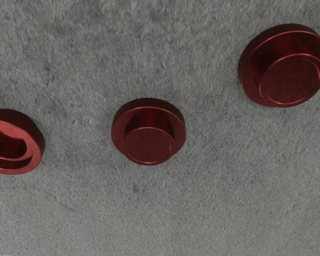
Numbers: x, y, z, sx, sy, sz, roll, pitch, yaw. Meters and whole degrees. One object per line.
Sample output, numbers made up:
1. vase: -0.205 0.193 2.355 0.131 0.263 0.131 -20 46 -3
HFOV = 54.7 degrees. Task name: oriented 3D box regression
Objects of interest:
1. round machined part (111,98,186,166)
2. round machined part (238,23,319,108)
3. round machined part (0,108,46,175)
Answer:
1. round machined part: -0.015 0.012 0.406 0.099 0.042 0.097 -1 130 0
2. round machined part: 0.141 -0.061 0.346 0.099 0.042 0.097 -1 130 0
3. round machined part: -0.200 0.013 0.405 0.099 0.042 0.097 -1 130 0
